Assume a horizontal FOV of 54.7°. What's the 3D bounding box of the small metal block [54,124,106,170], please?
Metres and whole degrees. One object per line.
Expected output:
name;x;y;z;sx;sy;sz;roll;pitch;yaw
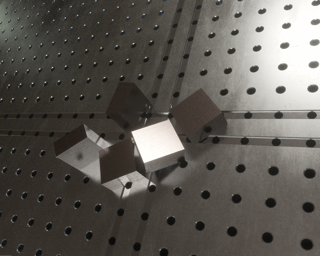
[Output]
small metal block;-0.109;0.028;0.431;0.050;0.050;0.025;-32;52;7

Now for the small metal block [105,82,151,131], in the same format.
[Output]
small metal block;-0.043;-0.028;0.431;0.025;0.050;0.050;7;65;31

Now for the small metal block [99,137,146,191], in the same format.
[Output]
small metal block;-0.050;0.047;0.404;0.050;0.025;0.050;-23;53;14

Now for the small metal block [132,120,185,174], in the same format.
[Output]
small metal block;-0.002;0.022;0.384;0.050;0.025;0.050;-18;52;-10

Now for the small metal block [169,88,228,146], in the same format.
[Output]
small metal block;0.048;-0.015;0.391;0.050;0.025;0.050;-35;51;4
